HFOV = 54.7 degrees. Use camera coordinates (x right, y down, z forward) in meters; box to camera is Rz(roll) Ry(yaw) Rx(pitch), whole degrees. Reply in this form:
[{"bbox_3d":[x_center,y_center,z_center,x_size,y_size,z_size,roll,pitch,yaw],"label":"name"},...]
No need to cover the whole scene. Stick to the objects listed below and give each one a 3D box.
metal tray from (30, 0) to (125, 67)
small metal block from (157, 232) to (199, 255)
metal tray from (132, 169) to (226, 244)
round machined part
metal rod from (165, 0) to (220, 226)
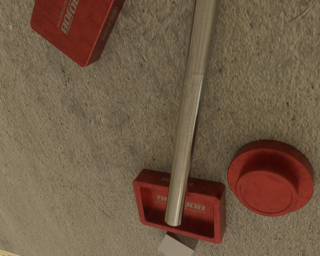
[{"bbox_3d":[-0.094,-0.148,0.360,0.090,0.030,0.129,38,129,2],"label":"metal tray"},{"bbox_3d":[0.030,0.191,0.508,0.050,0.025,0.050,28,128,10],"label":"small metal block"},{"bbox_3d":[0.029,0.114,0.457,0.130,0.030,0.089,7,122,24],"label":"metal tray"},{"bbox_3d":[0.129,0.066,0.369,0.098,0.042,0.097,13,124,20],"label":"round machined part"},{"bbox_3d":[0.033,-0.006,0.361,0.025,0.025,0.298,16,118,19],"label":"metal rod"}]
